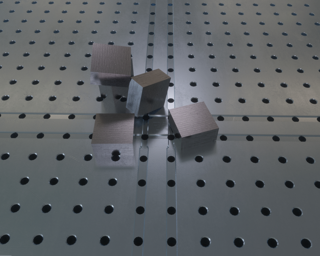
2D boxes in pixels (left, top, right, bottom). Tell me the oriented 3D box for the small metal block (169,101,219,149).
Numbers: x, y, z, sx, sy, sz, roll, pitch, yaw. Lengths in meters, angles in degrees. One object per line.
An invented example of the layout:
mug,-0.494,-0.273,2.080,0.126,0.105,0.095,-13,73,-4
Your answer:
small metal block,0.043,-0.004,0.412,0.050,0.025,0.050,-14,51,-11

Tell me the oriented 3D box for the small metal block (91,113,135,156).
small metal block,-0.058,0.008,0.401,0.050,0.025,0.050,0,50,0

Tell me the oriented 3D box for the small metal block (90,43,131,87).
small metal block,-0.065,-0.083,0.411,0.050,0.025,0.050,3,58,-12

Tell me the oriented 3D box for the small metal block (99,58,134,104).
small metal block,-0.064,-0.072,0.452,0.025,0.050,0.050,26,55,21

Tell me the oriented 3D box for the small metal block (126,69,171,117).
small metal block,-0.016,-0.048,0.425,0.050,0.050,0.025,-25,54,-37
